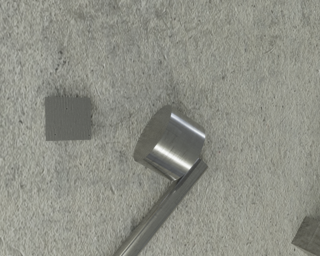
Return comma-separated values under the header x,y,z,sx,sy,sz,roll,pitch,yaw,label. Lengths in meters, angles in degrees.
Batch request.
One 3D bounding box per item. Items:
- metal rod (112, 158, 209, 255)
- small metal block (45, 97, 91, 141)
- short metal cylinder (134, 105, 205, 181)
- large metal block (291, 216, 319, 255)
x,y,z,sx,sy,sz,roll,pitch,yaw,label
-0.039,0.157,0.394,0.025,0.025,0.300,45,76,-15,metal rod
-0.110,-0.011,0.369,0.050,0.025,0.050,-1,91,-20,small metal block
0.011,0.018,0.384,0.050,0.080,0.080,32,80,-18,short metal cylinder
0.271,0.190,0.481,0.080,0.080,0.050,37,78,-17,large metal block
